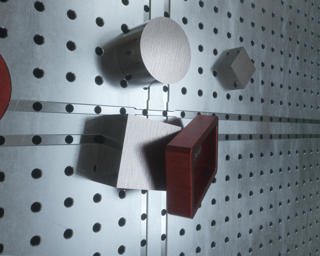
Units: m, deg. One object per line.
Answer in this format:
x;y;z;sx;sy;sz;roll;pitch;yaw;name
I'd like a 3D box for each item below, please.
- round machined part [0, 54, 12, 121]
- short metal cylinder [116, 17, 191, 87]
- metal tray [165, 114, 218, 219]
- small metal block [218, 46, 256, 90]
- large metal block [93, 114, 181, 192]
-0.178;-0.034;0.249;0.099;0.042;0.097;0;90;-40;round machined part
-0.007;-0.092;0.388;0.081;0.050;0.079;0;90;-40;short metal cylinder
0.046;0.043;0.401;0.131;0.030;0.089;-39;131;-60;metal tray
0.131;-0.100;0.522;0.050;0.025;0.050;50;60;-29;small metal block
-0.026;0.031;0.373;0.081;0.050;0.080;14;81;-39;large metal block
